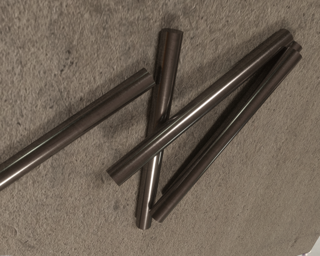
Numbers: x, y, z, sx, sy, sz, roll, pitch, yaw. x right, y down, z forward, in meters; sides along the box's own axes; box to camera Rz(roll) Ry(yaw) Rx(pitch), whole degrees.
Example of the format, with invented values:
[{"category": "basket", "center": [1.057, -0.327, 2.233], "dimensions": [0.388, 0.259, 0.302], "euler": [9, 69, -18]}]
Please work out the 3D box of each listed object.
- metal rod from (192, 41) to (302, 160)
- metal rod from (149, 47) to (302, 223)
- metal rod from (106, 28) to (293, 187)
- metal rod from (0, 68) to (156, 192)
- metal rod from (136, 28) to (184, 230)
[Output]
[{"category": "metal rod", "center": [0.103, -0.001, 0.464], "dimensions": [0.025, 0.025, 0.299], "euler": [30, 102, -38]}, {"category": "metal rod", "center": [0.087, 0.014, 0.435], "dimensions": [0.025, 0.025, 0.299], "euler": [34, 99, -39]}, {"category": "metal rod", "center": [0.058, -0.033, 0.396], "dimensions": [0.301, 0.025, 0.025], "euler": [-39, 130, -12]}, {"category": "metal rod", "center": [-0.135, 0.026, 0.349], "dimensions": [0.301, 0.025, 0.025], "euler": [-35, 129, -6]}, {"category": "metal rod", "center": [-0.006, 0.021, 0.417], "dimensions": [0.025, 0.025, 0.298], "euler": [-6, 121, -26]}]
